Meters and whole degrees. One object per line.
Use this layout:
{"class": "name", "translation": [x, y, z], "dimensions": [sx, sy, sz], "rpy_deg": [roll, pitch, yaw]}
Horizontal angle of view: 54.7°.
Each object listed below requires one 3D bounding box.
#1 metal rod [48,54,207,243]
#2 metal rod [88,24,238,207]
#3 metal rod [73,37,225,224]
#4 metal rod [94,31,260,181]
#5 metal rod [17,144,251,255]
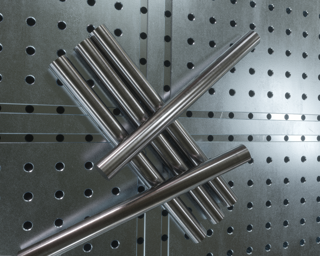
{"class": "metal rod", "translation": [-0.034, 0.036, 0.401], "dimensions": [0.025, 0.025, 0.300], "rpy_deg": [-41, 103, -16]}
{"class": "metal rod", "translation": [0.012, -0.007, 0.418], "dimensions": [0.025, 0.025, 0.300], "rpy_deg": [-42, 104, -15]}
{"class": "metal rod", "translation": [-0.007, 0.013, 0.411], "dimensions": [0.025, 0.025, 0.300], "rpy_deg": [-41, 103, -16]}
{"class": "metal rod", "translation": [0.037, -0.043, 0.406], "dimensions": [0.301, 0.025, 0.025], "rpy_deg": [-42, 104, -24]}
{"class": "metal rod", "translation": [-0.022, 0.093, 0.383], "dimensions": [0.302, 0.025, 0.025], "rpy_deg": [-24, 99, -11]}
